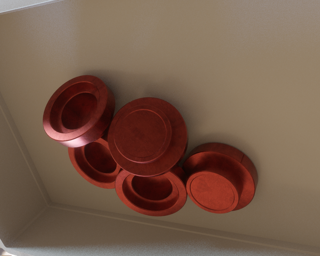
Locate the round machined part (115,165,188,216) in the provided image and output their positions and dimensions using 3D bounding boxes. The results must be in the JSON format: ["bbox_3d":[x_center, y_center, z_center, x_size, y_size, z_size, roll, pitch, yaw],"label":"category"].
[{"bbox_3d":[-0.009,0.074,0.429,0.099,0.042,0.097,6,125,8],"label":"round machined part"}]

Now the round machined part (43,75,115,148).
[{"bbox_3d":[-0.102,-0.019,0.413,0.098,0.098,0.042,3,155,26],"label":"round machined part"}]

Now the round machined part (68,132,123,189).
[{"bbox_3d":[-0.083,0.039,0.461,0.098,0.042,0.097,13,124,20],"label":"round machined part"}]

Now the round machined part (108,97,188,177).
[{"bbox_3d":[-0.017,0.009,0.373,0.098,0.042,0.097,-2,79,10],"label":"round machined part"}]

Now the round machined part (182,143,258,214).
[{"bbox_3d":[0.073,0.071,0.400,0.098,0.042,0.097,13,124,20],"label":"round machined part"}]
